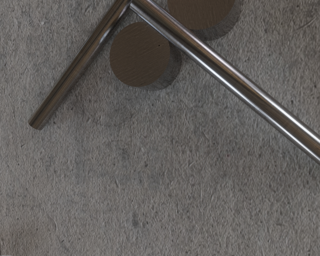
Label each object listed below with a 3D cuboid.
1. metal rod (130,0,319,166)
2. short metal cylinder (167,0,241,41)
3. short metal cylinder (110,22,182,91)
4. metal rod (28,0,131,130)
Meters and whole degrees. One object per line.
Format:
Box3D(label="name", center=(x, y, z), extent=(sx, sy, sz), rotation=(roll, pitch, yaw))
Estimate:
Box3D(label="metal rod", center=(0.087, -0.050, 0.349), extent=(0.300, 0.025, 0.025), rotation=(40, 103, 4))
Box3D(label="short metal cylinder", center=(0.055, -0.152, 0.376), extent=(0.080, 0.050, 0.079), rotation=(0, 90, 20))
Box3D(label="short metal cylinder", center=(-0.017, -0.090, 0.402), extent=(0.080, 0.050, 0.079), rotation=(0, 90, 20))
Box3D(label="metal rod", center=(-0.097, -0.116, 0.442), extent=(0.025, 0.025, 0.299), rotation=(44, 103, 14))
